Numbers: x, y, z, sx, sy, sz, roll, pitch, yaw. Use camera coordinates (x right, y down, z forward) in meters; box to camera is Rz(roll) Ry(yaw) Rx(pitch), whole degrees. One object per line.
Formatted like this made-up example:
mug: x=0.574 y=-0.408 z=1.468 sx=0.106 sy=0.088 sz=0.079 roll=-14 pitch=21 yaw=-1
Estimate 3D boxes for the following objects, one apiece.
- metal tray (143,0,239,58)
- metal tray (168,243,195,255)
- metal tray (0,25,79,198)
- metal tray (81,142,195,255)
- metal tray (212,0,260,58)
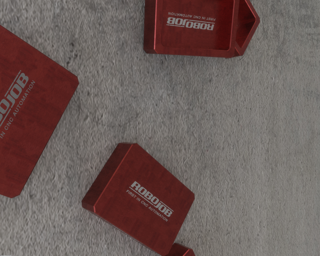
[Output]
metal tray: x=0.044 y=-0.142 z=0.412 sx=0.131 sy=0.030 sz=0.089 roll=-5 pitch=105 yaw=-30
metal tray: x=0.027 y=0.238 z=0.424 sx=0.091 sy=0.030 sz=0.129 roll=-36 pitch=112 yaw=-34
metal tray: x=-0.144 y=-0.014 z=0.281 sx=0.090 sy=0.030 sz=0.130 roll=35 pitch=68 yaw=-35
metal tray: x=-0.020 y=0.089 z=0.384 sx=0.130 sy=0.030 sz=0.090 roll=45 pitch=63 yaw=-31
metal tray: x=0.101 y=-0.186 z=0.485 sx=0.130 sy=0.030 sz=0.090 roll=44 pitch=63 yaw=-31
